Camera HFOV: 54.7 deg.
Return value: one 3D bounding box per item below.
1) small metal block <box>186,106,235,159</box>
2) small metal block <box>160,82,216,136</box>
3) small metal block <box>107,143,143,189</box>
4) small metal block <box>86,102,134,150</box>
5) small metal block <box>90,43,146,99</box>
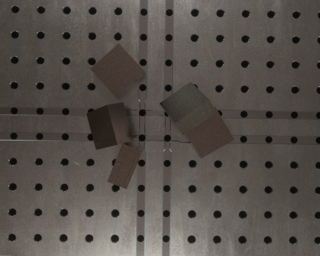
[{"bbox_3d":[0.062,0.006,0.414,0.050,0.025,0.050,-30,90,-1],"label":"small metal block"},{"bbox_3d":[0.035,-0.026,0.399,0.050,0.050,0.025,-35,132,0],"label":"small metal block"},{"bbox_3d":[-0.043,0.046,0.400,0.025,0.050,0.050,22,90,-1],"label":"small metal block"},{"bbox_3d":[-0.065,-0.002,0.398,0.025,0.050,0.050,-15,90,-44],"label":"small metal block"},{"bbox_3d":[-0.055,-0.075,0.413,0.050,0.025,0.050,-42,91,0],"label":"small metal block"}]
